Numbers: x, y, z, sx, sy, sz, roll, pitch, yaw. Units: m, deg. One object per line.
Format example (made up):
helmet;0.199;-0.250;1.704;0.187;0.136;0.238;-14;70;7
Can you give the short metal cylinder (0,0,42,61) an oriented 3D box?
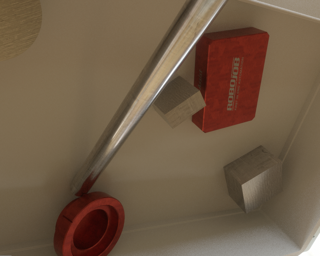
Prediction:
short metal cylinder;-0.142;-0.100;0.253;0.081;0.050;0.079;-14;125;-21

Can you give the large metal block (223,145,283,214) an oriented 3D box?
large metal block;0.164;0.090;0.541;0.080;0.050;0.080;-28;128;-11

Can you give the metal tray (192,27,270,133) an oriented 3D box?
metal tray;0.092;-0.063;0.419;0.091;0.030;0.129;-14;125;-21

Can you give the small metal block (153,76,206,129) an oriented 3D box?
small metal block;0.020;-0.033;0.385;0.050;0.050;0.025;-35;129;-6

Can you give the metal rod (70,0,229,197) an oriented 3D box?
metal rod;-0.032;-0.011;0.308;0.025;0.025;0.298;8;139;-32

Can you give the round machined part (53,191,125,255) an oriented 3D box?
round machined part;-0.097;0.130;0.411;0.099;0.042;0.097;-23;121;-45
